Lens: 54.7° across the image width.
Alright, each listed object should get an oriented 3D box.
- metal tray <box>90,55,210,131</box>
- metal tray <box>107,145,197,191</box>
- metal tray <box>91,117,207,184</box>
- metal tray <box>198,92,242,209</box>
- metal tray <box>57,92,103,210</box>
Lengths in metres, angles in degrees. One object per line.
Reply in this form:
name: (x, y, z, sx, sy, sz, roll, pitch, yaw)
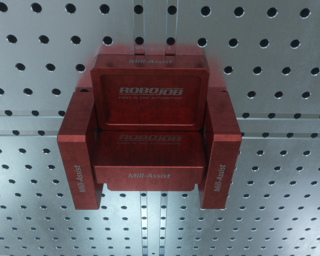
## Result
metal tray: (-0.011, -0.040, 0.374, 0.131, 0.030, 0.089, 0, 130, -1)
metal tray: (-0.013, 0.053, 0.451, 0.131, 0.030, 0.089, 0, 130, -1)
metal tray: (-0.013, 0.026, 0.388, 0.131, 0.090, 0.030, 1, 130, -1)
metal tray: (0.069, 0.030, 0.395, 0.030, 0.090, 0.129, 1, 130, -1)
metal tray: (-0.093, 0.031, 0.393, 0.030, 0.090, 0.129, 1, 130, -1)
